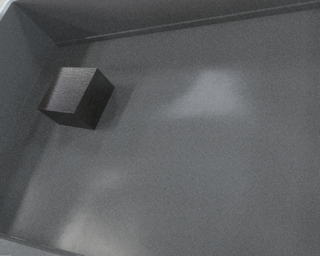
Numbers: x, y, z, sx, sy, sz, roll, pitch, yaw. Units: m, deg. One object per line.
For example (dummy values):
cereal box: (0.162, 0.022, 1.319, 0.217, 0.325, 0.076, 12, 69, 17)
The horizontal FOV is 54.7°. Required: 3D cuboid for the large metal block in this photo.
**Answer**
large metal block: (-0.131, -0.048, 0.488, 0.080, 0.050, 0.080, 8, 66, 31)
